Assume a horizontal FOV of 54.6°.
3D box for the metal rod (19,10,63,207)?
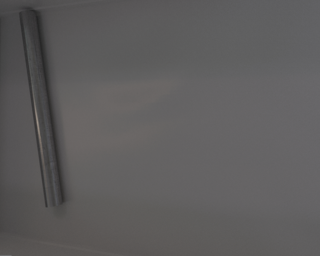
[{"bbox_3d":[-0.183,-0.031,0.475,0.025,0.025,0.299,-10,87,20],"label":"metal rod"}]
